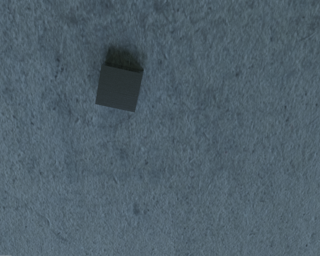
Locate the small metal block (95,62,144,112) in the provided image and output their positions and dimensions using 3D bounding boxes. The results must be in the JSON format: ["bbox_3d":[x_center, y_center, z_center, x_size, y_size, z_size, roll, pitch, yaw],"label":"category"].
[{"bbox_3d":[-0.051,-0.052,0.390,0.050,0.025,0.050,12,110,-5],"label":"small metal block"}]
